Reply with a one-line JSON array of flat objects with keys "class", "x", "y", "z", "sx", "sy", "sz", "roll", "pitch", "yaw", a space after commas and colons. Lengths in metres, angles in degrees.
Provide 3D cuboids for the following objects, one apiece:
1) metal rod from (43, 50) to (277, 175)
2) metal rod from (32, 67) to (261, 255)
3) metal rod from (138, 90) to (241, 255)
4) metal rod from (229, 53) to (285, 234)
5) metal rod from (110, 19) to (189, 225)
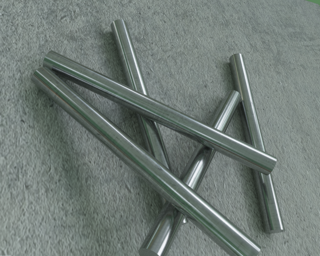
[{"class": "metal rod", "x": -0.001, "y": -0.019, "z": 0.378, "sx": 0.301, "sy": 0.025, "sz": 0.025, "roll": 26, "pitch": 52, "yaw": 1}, {"class": "metal rod", "x": -0.028, "y": 0.028, "z": 0.324, "sx": 0.300, "sy": 0.025, "sz": 0.025, "roll": 39, "pitch": 49, "yaw": 17}, {"class": "metal rod", "x": 0.055, "y": 0.034, "z": 0.389, "sx": 0.025, "sy": 0.025, "sz": 0.301, "roll": 39, "pitch": 44, "yaw": -2}, {"class": "metal rod", "x": 0.143, "y": 0.005, "z": 0.477, "sx": 0.025, "sy": 0.025, "sz": 0.299, "roll": 11, "pitch": 57, "yaw": -22}, {"class": "metal rod", "x": -0.021, "y": -0.022, "z": 0.405, "sx": 0.025, "sy": 0.025, "sz": 0.299, "roll": -3, "pitch": 63, "yaw": -30}]
